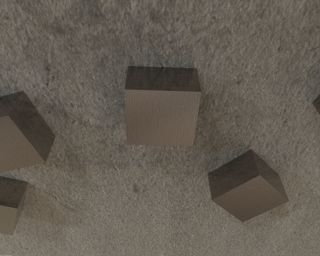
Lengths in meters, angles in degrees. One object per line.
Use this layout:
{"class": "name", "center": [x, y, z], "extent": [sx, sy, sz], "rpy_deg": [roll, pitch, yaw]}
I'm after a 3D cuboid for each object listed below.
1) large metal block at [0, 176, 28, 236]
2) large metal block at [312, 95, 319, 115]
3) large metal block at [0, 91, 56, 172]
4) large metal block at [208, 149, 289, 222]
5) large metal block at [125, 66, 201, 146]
{"class": "large metal block", "center": [-0.262, 0.120, 0.489], "extent": [0.081, 0.050, 0.079], "rpy_deg": [17, 128, -14]}
{"class": "large metal block", "center": [0.248, -0.034, 0.366], "extent": [0.081, 0.050, 0.079], "rpy_deg": [16, 128, -14]}
{"class": "large metal block", "center": [-0.196, 0.008, 0.395], "extent": [0.080, 0.050, 0.080], "rpy_deg": [-13, 129, 10]}
{"class": "large metal block", "center": [0.132, 0.090, 0.469], "extent": [0.080, 0.050, 0.080], "rpy_deg": [-36, 122, 26]}
{"class": "large metal block", "center": [0.002, -0.025, 0.370], "extent": [0.081, 0.050, 0.079], "rpy_deg": [2, 130, -2]}
